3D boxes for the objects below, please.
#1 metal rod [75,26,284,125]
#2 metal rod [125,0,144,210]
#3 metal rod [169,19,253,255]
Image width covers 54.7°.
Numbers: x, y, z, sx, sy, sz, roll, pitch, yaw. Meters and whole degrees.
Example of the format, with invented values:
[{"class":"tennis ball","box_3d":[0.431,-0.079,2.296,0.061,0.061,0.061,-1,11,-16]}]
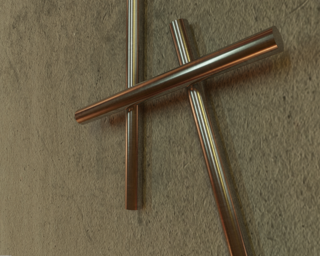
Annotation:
[{"class":"metal rod","box_3d":[-0.005,-0.049,0.375,0.300,0.025,0.025,-16,80,38]},{"class":"metal rod","box_3d":[-0.036,-0.037,0.434,0.025,0.025,0.298,1,90,40]},{"class":"metal rod","box_3d":[0.057,0.013,0.357,0.025,0.025,0.299,-22,76,38]}]
